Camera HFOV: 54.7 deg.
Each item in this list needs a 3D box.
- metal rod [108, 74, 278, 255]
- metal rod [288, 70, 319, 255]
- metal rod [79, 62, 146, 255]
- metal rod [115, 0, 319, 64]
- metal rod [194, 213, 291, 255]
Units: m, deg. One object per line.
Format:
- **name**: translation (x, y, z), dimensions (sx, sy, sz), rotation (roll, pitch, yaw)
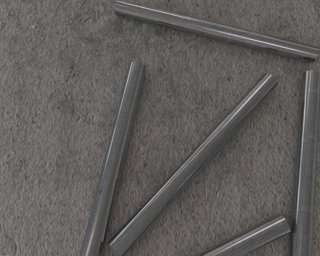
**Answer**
- **metal rod**: translation (0.052, 0.037, 0.394), dimensions (0.025, 0.025, 0.301), rotation (41, 75, 13)
- **metal rod**: translation (0.181, 0.062, 0.386), dimensions (0.025, 0.025, 0.299), rotation (12, 70, 4)
- **metal rod**: translation (-0.060, 0.051, 0.388), dimensions (0.025, 0.025, 0.299), rotation (10, 70, 4)
- **metal rod**: translation (0.080, -0.145, 0.461), dimensions (0.301, 0.025, 0.025), rotation (16, 71, 5)
- **metal rod**: translation (0.010, 0.172, 0.345), dimensions (0.302, 0.025, 0.025), rotation (-23, 72, -9)
